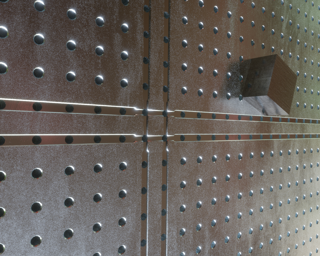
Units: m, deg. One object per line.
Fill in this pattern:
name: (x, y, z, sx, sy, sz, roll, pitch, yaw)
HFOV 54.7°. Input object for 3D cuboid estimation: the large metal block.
large metal block: (0.201, -0.076, 0.565, 0.080, 0.050, 0.080, 29, 72, -37)
